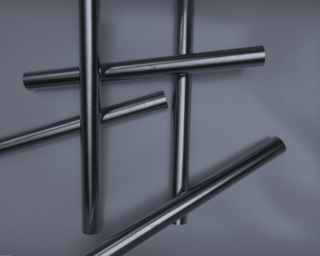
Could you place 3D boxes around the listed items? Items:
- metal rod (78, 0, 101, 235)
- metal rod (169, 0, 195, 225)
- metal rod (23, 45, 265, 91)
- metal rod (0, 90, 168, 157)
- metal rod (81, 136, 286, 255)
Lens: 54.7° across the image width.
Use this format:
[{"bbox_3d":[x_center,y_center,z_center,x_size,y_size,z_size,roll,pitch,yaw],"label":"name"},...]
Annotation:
[{"bbox_3d":[-0.086,-0.011,0.383,0.025,0.025,0.298,2,101,-1],"label":"metal rod"},{"bbox_3d":[0.029,-0.024,0.411,0.025,0.025,0.298,2,90,-1],"label":"metal rod"},{"bbox_3d":[-0.025,-0.074,0.392,0.302,0.025,0.025,-5,90,7],"label":"metal rod"},{"bbox_3d":[-0.137,0.004,0.409,0.302,0.025,0.025,-16,90,-1],"label":"metal rod"},{"bbox_3d":[0.031,0.094,0.386,0.302,0.025,0.025,-29,90,-11],"label":"metal rod"}]
